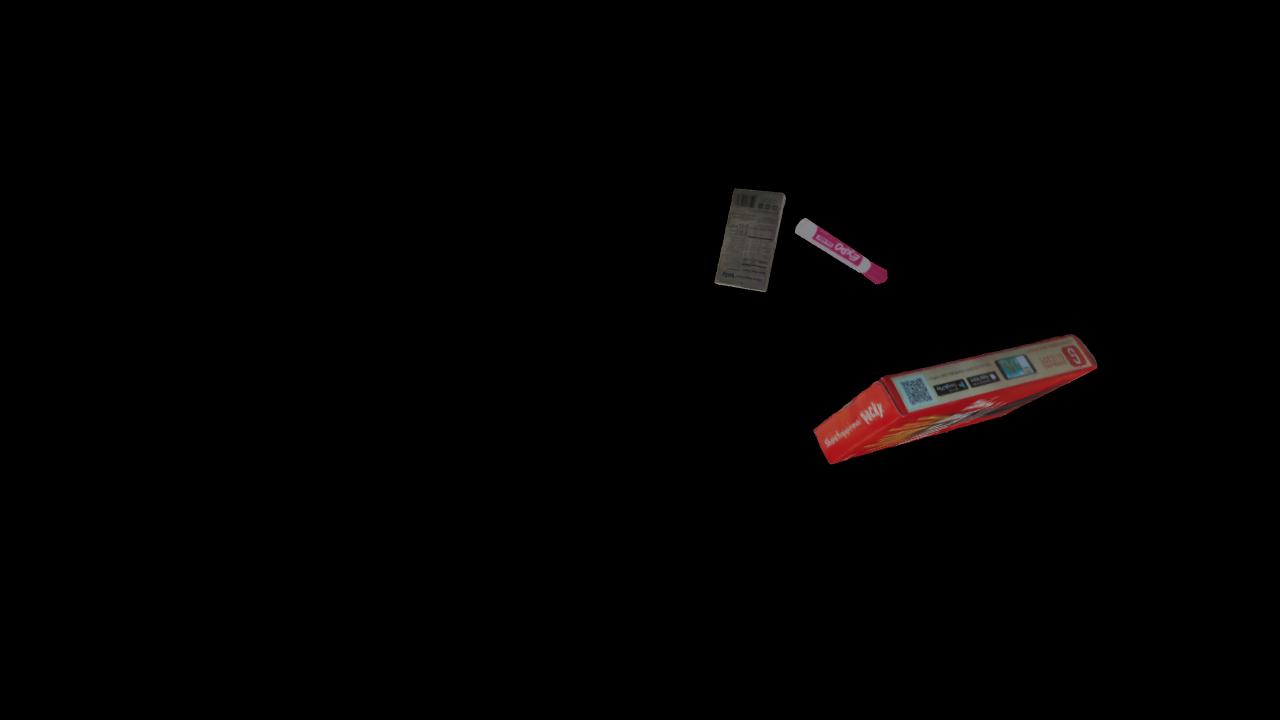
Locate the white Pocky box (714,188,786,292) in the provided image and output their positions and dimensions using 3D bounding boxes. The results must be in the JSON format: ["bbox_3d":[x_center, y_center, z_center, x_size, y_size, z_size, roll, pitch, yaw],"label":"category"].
[{"bbox_3d":[0.174,-0.190,0.973,0.084,0.154,0.028,13,4,21],"label":"white Pocky box"}]

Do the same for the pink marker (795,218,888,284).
[{"bbox_3d":[0.220,-0.115,0.663,0.121,0.020,0.020,27,-9,-18],"label":"pink marker"}]

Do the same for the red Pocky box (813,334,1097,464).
[{"bbox_3d":[0.194,0.025,0.386,0.155,0.028,0.083,-11,-23,-19],"label":"red Pocky box"}]
